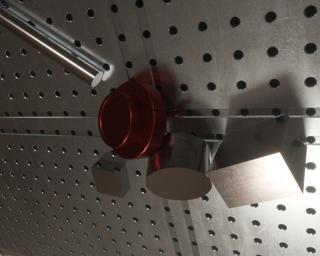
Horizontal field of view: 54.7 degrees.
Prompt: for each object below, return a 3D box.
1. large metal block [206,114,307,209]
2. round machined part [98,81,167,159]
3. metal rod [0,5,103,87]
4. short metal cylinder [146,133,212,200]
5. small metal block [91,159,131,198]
[{"bbox_3d":[0.108,0.036,0.340,0.080,0.080,0.050,-23,106,36],"label":"large metal block"},{"bbox_3d":[-0.041,-0.010,0.384,0.098,0.042,0.097,-2,87,46],"label":"round machined part"},{"bbox_3d":[-0.208,-0.148,0.426,0.301,0.025,0.025,34,129,5],"label":"metal rod"},{"bbox_3d":[0.024,0.051,0.393,0.080,0.050,0.080,3,140,3],"label":"short metal cylinder"},{"bbox_3d":[-0.079,0.081,0.501,0.050,0.025,0.050,7,122,24],"label":"small metal block"}]
